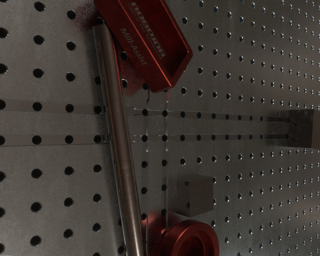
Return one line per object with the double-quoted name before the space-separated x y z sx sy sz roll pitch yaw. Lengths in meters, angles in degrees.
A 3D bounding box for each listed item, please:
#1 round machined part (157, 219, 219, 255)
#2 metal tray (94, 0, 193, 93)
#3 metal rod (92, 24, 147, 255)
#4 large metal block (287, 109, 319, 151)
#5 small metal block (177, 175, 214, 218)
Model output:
"round machined part" 0.035 0.176 0.430 0.099 0.042 0.097 0 90 -40
"metal tray" -0.013 -0.119 0.379 0.130 0.030 0.090 56 40 -25
"metal rod" -0.046 0.031 0.372 0.025 0.025 0.298 -13 98 -40
"large metal block" 0.321 0.006 0.667 0.081 0.050 0.080 10 84 -40
"small metal block" 0.052 0.099 0.456 0.050 0.025 0.050 -3 92 -40
